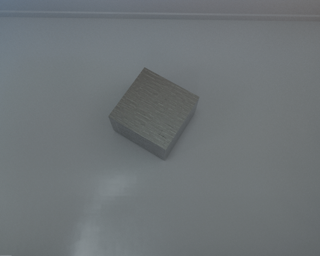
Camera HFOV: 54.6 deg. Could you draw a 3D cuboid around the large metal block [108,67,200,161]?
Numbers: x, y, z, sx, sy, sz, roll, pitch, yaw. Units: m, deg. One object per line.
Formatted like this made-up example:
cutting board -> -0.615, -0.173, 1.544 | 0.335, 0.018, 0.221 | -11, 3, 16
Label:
large metal block -> -0.007, -0.017, 0.399 | 0.080, 0.050, 0.080 | 30, 72, 10
